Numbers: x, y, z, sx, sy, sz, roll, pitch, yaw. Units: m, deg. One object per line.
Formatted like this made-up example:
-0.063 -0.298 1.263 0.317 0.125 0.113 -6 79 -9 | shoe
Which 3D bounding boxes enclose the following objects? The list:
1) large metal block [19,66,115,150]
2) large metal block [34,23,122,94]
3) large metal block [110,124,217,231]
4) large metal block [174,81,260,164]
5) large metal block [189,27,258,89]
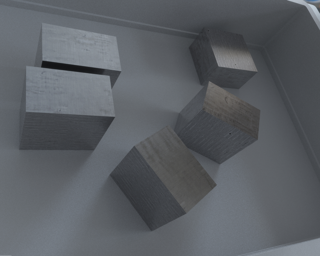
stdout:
-0.101 -0.016 0.326 0.081 0.080 0.050 3 61 -27 | large metal block
-0.099 -0.067 0.359 0.081 0.080 0.050 3 61 -27 | large metal block
0.000 0.056 0.337 0.050 0.080 0.080 -32 80 -38 | large metal block
0.074 -0.004 0.414 0.080 0.080 0.050 27 52 -12 | large metal block
0.104 -0.115 0.518 0.081 0.050 0.080 1 61 -28 | large metal block
